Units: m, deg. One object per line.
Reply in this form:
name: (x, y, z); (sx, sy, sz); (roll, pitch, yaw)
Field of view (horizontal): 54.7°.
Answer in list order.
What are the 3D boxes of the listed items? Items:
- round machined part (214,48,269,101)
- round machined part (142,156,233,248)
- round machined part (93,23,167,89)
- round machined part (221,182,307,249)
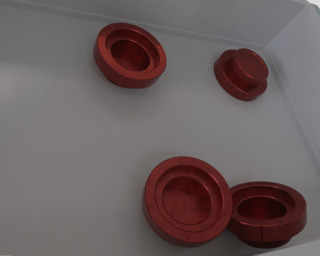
round machined part: (0.146, -0.098, 0.532); (0.099, 0.042, 0.098); (14, 56, -21)
round machined part: (0.028, 0.084, 0.349); (0.099, 0.042, 0.098); (7, 55, -10)
round machined part: (-0.044, -0.094, 0.428); (0.099, 0.042, 0.098); (14, 56, -21)
round machined part: (0.122, 0.106, 0.372); (0.099, 0.098, 0.042); (-21, 111, -36)
